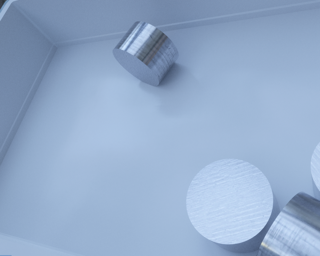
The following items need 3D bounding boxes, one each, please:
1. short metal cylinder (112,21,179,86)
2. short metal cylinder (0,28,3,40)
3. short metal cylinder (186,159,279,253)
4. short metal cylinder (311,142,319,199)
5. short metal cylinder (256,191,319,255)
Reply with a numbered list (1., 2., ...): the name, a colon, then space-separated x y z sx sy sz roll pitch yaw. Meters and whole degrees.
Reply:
1. short metal cylinder: -0.021 -0.105 0.446 0.080 0.080 0.050 26 76 37
2. short metal cylinder: -0.441 -0.233 0.768 0.080 0.050 0.080 -13 56 21
3. short metal cylinder: 0.072 0.077 0.304 0.080 0.050 0.080 -13 56 21
4. short metal cylinder: 0.177 0.044 0.270 0.080 0.050 0.080 -13 56 21
5. short metal cylinder: 0.119 0.099 0.247 0.050 0.080 0.080 30 78 37
